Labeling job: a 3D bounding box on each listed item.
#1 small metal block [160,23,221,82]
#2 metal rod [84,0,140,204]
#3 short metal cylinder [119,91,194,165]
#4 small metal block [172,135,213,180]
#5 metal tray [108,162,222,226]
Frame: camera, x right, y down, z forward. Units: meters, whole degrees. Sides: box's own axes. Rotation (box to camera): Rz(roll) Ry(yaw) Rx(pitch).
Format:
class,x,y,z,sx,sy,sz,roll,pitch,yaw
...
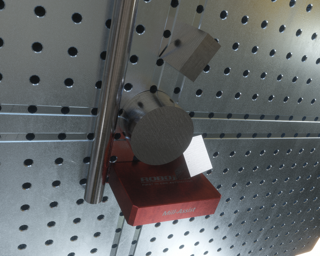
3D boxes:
class,x,y,z,sx,sy,sz,roll,pitch,yaw
small metal block,0.034,-0.088,0.359,0.025,0.050,0.050,31,101,-38
metal rod,-0.057,-0.036,0.357,0.025,0.025,0.298,0,119,-28
short metal cylinder,-0.005,-0.001,0.388,0.081,0.050,0.079,-11,121,-19
small metal block,0.041,0.040,0.432,0.050,0.025,0.050,-12,82,-46
metal tray,0.006,0.083,0.422,0.131,0.090,0.030,1,119,-29
